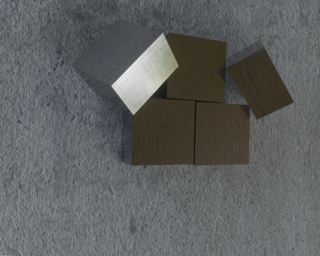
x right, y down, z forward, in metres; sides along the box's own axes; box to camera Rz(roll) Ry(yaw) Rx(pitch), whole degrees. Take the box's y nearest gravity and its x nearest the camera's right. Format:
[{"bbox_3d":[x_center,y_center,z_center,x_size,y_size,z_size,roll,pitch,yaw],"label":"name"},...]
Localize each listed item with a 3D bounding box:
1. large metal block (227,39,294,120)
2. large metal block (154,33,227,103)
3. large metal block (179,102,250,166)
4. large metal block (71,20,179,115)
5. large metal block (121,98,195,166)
[{"bbox_3d":[0.136,-0.069,0.426,0.050,0.080,0.080,-28,103,23],"label":"large metal block"},{"bbox_3d":[0.039,-0.075,0.413,0.081,0.050,0.079,3,89,-20],"label":"large metal block"},{"bbox_3d":[0.073,0.008,0.423,0.081,0.050,0.079,1,90,-21],"label":"large metal block"},{"bbox_3d":[-0.040,-0.073,0.359,0.080,0.080,0.050,-49,140,-14],"label":"large metal block"},{"bbox_3d":[-0.003,0.005,0.396,0.081,0.050,0.079,1,90,-21],"label":"large metal block"}]
